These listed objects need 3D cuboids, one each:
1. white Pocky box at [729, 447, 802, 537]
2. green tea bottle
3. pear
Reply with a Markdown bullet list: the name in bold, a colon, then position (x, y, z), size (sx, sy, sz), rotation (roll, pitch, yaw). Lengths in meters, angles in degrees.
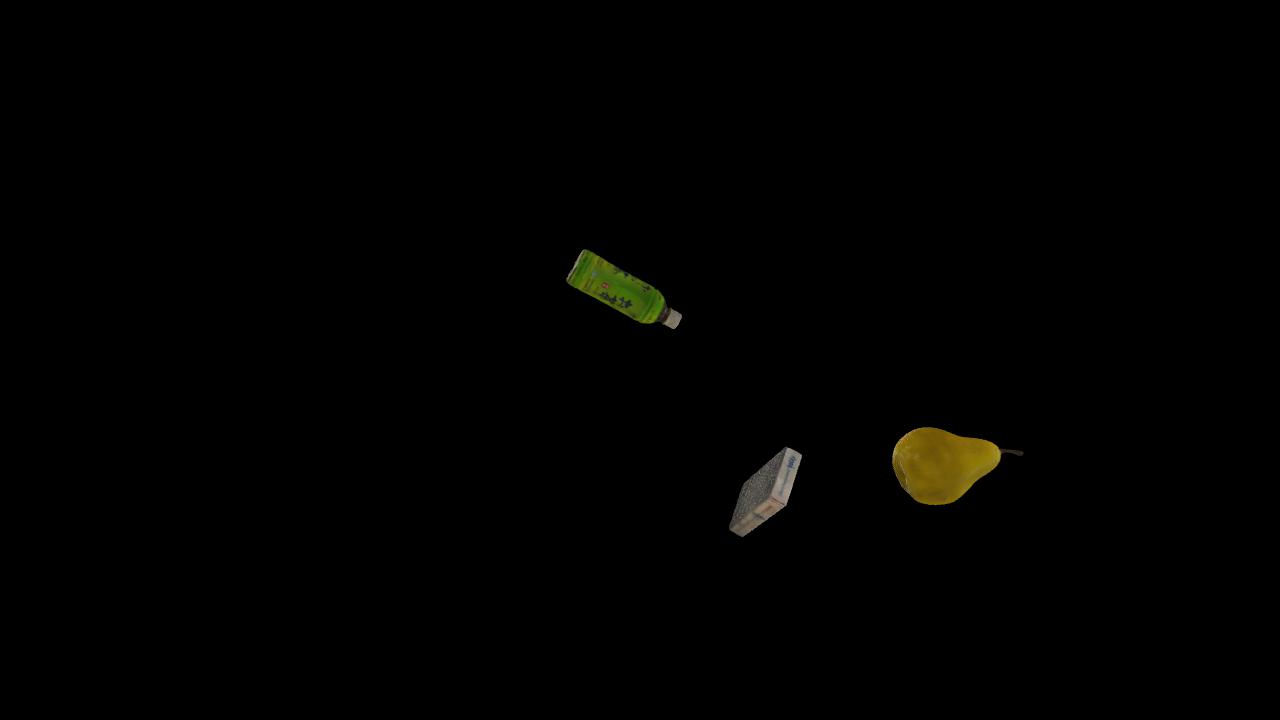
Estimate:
- **white Pocky box**: position (0.174, 0.189, 0.870), size (0.028, 0.084, 0.154), rotation (27, -34, 1)
- **green tea bottle**: position (-0.023, -0.117, 1.089), size (0.212, 0.073, 0.073), rotation (27, -6, -13)
- **pear**: position (0.312, 0.097, 0.608), size (0.111, 0.080, 0.080), rotation (-19, -1, 2)
